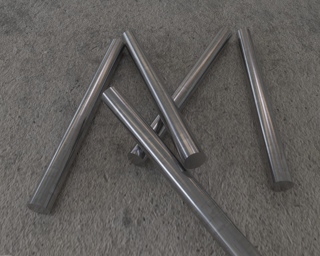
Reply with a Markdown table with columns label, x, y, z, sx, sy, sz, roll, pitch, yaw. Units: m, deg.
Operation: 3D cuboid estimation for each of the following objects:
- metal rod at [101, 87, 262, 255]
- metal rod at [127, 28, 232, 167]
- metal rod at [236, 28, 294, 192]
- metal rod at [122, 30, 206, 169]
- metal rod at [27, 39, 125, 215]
| label | x | y | z | sx | sy | sz | roll | pitch | yaw |
| --- | --- | --- | --- | --- | --- | --- | --- | --- | --- |
| metal rod | 0.027 | 0.060 | 0.330 | 0.025 | 0.025 | 0.300 | -30 | 63 | -23 |
| metal rod | 0.043 | -0.063 | 0.456 | 0.025 | 0.025 | 0.301 | 22 | 53 | 18 |
| metal rod | 0.141 | -0.049 | 0.445 | 0.025 | 0.025 | 0.300 | 1 | 50 | 1 |
| metal rod | -0.009 | -0.061 | 0.428 | 0.025 | 0.025 | 0.300 | -14 | 44 | -11 |
| metal rod | -0.100 | -0.026 | 0.424 | 0.025 | 0.025 | 0.300 | 9 | 50 | 7 |
